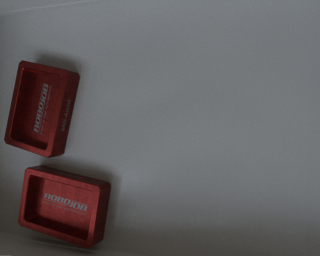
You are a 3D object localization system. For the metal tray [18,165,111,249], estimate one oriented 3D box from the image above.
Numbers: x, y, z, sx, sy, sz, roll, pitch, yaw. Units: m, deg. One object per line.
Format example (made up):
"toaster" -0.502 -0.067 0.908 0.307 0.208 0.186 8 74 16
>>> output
"metal tray" -0.142 0.112 0.456 0.130 0.030 0.089 10 93 19

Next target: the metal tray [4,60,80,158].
"metal tray" -0.179 -0.029 0.469 0.090 0.030 0.129 15 95 19
